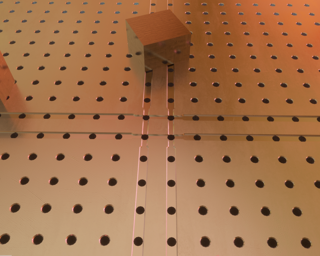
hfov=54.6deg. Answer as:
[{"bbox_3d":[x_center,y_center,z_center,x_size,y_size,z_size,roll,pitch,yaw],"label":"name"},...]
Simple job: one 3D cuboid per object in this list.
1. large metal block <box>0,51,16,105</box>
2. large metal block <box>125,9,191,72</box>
[{"bbox_3d":[-0.267,-0.079,0.437,0.080,0.080,0.050,1,50,1],"label":"large metal block"},{"bbox_3d":[-0.004,-0.147,0.515,0.081,0.050,0.080,-19,53,-15],"label":"large metal block"}]
